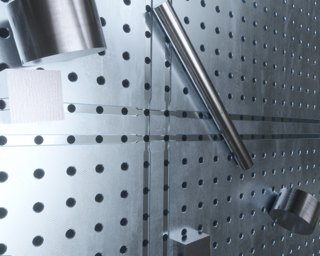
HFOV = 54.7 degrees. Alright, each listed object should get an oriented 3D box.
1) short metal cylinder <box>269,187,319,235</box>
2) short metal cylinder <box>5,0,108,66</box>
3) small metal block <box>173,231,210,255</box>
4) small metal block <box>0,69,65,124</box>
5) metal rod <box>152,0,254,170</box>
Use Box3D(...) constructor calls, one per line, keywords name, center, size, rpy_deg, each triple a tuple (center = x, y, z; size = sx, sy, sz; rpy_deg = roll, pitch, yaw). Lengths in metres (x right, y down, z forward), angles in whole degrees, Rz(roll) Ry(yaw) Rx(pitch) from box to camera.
Box3D(name="short metal cylinder", center=(0.258, 0.158, 0.589), size=(0.050, 0.080, 0.080), rpy_deg=(-53, 121, -27))
Box3D(name="short metal cylinder", center=(-0.096, -0.092, 0.293), size=(0.081, 0.080, 0.050), rpy_deg=(-21, 104, -38))
Box3D(name="small metal block", center=(0.047, 0.183, 0.449), size=(0.050, 0.025, 0.050), rpy_deg=(-3, 92, -40))
Box3D(name="small metal block", center=(-0.125, -0.031, 0.304), size=(0.050, 0.025, 0.050), rpy_deg=(-7, 94, -40))
Box3D(name="metal rod", center=(0.075, -0.050, 0.471), size=(0.025, 0.025, 0.299), rpy_deg=(-48, 119, -29))
